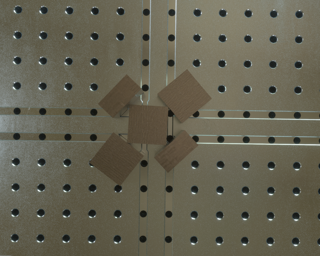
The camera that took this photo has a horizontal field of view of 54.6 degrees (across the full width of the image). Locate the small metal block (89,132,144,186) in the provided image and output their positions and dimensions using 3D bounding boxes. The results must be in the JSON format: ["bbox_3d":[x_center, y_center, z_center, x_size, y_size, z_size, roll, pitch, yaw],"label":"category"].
[{"bbox_3d":[-0.056,0.040,0.413,0.050,0.025,0.050,38,89,-1],"label":"small metal block"}]

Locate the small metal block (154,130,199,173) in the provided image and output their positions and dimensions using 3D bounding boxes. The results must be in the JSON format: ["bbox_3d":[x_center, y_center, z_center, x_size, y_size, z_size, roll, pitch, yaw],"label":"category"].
[{"bbox_3d":[0.020,0.028,0.401,0.050,0.050,0.025,-42,90,0],"label":"small metal block"}]

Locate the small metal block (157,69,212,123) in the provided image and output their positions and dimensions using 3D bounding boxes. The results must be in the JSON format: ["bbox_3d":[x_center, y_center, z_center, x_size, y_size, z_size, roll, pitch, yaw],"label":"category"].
[{"bbox_3d":[0.032,-0.041,0.413,0.050,0.025,0.050,-40,90,0],"label":"small metal block"}]

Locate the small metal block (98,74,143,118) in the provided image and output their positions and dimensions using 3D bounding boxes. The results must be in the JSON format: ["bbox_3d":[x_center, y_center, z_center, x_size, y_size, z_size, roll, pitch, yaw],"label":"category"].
[{"bbox_3d":[-0.049,-0.039,0.400,0.025,0.050,0.050,44,91,-1],"label":"small metal block"}]

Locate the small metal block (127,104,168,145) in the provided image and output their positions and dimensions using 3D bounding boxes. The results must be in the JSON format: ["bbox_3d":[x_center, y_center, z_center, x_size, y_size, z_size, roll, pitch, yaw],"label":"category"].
[{"bbox_3d":[-0.015,-0.004,0.413,0.050,0.025,0.050,4,89,1],"label":"small metal block"}]
